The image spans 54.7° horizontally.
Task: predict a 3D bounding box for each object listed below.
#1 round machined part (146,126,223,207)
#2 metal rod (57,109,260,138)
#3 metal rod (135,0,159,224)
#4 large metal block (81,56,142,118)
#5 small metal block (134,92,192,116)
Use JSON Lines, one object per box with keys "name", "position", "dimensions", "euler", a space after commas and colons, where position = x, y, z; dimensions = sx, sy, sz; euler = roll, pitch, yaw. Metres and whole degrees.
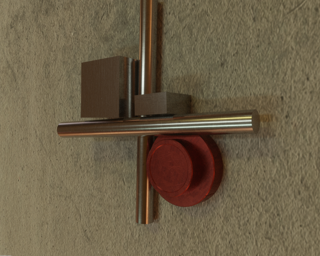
{"name": "round machined part", "position": [0.022, 0.047, 0.374], "dimensions": [0.098, 0.042, 0.097], "euler": [0, 90, 39]}
{"name": "metal rod", "position": [-0.027, -0.002, 0.394], "dimensions": [0.300, 0.025, 0.025], "euler": [-2, 89, 35]}
{"name": "metal rod", "position": [-0.018, -0.022, 0.419], "dimensions": [0.025, 0.025, 0.298], "euler": [2, 91, 39]}
{"name": "large metal block", "position": [-0.067, -0.054, 0.442], "dimensions": [0.080, 0.050, 0.079], "euler": [1, 91, 39]}
{"name": "small metal block", "position": [0.004, -0.028, 0.385], "dimensions": [0.050, 0.050, 0.025], "euler": [-2, 89, 39]}
